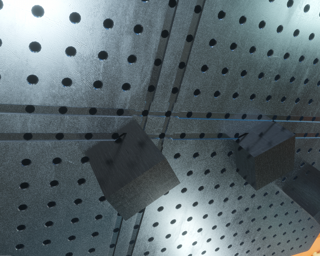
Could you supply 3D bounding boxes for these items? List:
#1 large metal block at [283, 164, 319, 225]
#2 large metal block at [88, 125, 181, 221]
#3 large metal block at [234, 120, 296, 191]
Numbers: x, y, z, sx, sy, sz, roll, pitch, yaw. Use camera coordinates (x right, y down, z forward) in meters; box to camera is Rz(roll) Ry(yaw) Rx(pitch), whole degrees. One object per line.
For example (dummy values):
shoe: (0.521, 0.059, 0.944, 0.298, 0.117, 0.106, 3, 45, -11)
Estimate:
large metal block: (0.320, 0.136, 0.639, 0.080, 0.080, 0.050, -46, 130, 3)
large metal block: (-0.034, 0.054, 0.392, 0.080, 0.080, 0.050, -34, 129, -7)
large metal block: (0.178, 0.046, 0.524, 0.080, 0.050, 0.080, -26, 128, -13)
